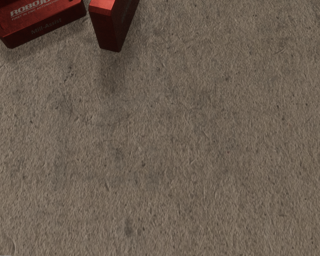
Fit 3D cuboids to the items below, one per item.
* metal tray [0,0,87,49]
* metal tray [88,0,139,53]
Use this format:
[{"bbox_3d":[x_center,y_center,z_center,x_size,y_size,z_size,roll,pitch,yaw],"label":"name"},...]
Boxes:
[{"bbox_3d":[-0.191,-0.187,0.471,0.131,0.030,0.090,-29,73,-11],"label":"metal tray"},{"bbox_3d":[-0.058,-0.186,0.440,0.030,0.090,0.130,15,71,5],"label":"metal tray"}]
